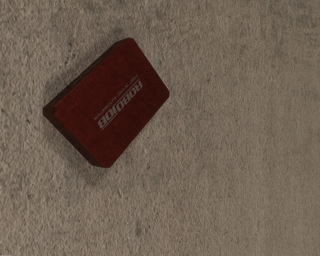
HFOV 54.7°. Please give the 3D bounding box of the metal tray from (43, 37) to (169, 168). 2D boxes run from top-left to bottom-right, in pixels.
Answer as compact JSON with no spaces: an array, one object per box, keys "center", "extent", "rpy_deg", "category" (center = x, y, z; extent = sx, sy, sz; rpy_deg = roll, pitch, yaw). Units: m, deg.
[{"center":[-0.054,-0.030,0.357],"extent":[0.130,0.030,0.090],"rpy_deg":[-52,121,-28],"category":"metal tray"}]
